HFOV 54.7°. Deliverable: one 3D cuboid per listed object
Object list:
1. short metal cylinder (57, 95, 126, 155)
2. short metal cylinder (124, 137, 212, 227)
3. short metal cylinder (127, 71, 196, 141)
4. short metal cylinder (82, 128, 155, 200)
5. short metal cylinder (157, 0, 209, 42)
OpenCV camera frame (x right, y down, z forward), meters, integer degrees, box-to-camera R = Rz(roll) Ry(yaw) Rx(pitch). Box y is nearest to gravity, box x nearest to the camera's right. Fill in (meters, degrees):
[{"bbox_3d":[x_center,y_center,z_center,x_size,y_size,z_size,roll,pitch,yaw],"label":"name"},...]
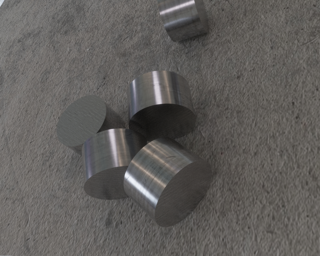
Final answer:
[{"bbox_3d":[-0.097,0.001,0.438,0.080,0.050,0.080,-13,56,21],"label":"short metal cylinder"},{"bbox_3d":[0.009,0.056,0.329,0.050,0.080,0.080,34,81,38],"label":"short metal cylinder"},{"bbox_3d":[0.001,-0.025,0.384,0.080,0.080,0.050,-19,55,17],"label":"short metal cylinder"},{"bbox_3d":[-0.050,0.045,0.368,0.080,0.080,0.050,-24,53,13],"label":"short metal cylinder"},{"bbox_3d":[0.035,-0.173,0.456,0.050,0.080,0.080,-13,56,21],"label":"short metal cylinder"}]
